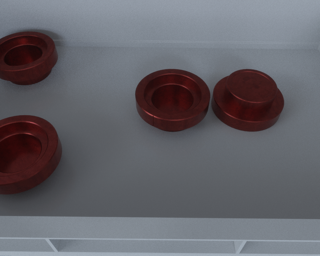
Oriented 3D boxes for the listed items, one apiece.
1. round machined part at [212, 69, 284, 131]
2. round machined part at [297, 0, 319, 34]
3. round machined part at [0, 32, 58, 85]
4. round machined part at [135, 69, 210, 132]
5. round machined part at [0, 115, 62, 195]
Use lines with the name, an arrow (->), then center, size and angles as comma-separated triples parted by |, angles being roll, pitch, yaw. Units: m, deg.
round machined part -> 0.124, -0.045, 0.434 | 0.099, 0.042, 0.098 | 0, 50, 0
round machined part -> 0.292, -0.207, 0.539 | 0.099, 0.097, 0.042 | -26, 55, -20
round machined part -> -0.208, -0.104, 0.478 | 0.099, 0.042, 0.098 | 0, 50, 0
round machined part -> 0.017, -0.033, 0.422 | 0.099, 0.042, 0.098 | 0, 50, 0
round machined part -> -0.165, 0.034, 0.363 | 0.099, 0.042, 0.098 | 0, 50, 0
